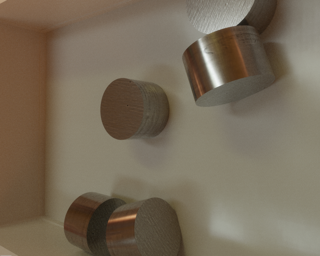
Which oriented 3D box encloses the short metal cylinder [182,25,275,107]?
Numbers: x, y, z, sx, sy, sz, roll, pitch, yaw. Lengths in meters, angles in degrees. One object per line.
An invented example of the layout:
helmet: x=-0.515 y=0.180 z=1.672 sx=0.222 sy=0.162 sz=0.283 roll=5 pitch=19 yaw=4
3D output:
short metal cylinder: x=0.068 y=-0.059 z=0.314 sx=0.080 sy=0.081 sz=0.050 roll=-24 pitch=75 yaw=37

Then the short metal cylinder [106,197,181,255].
short metal cylinder: x=-0.019 y=0.131 z=0.385 sx=0.050 sy=0.081 sz=0.080 roll=-23 pitch=76 yaw=37

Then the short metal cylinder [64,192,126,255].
short metal cylinder: x=-0.087 y=0.135 z=0.440 sx=0.050 sy=0.081 sz=0.079 roll=3 pitch=92 yaw=40

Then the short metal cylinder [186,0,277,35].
short metal cylinder: x=0.075 y=-0.134 z=0.328 sx=0.080 sy=0.050 sz=0.079 roll=0 pitch=90 yaw=39

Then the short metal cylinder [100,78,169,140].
short metal cylinder: x=-0.034 y=-0.024 z=0.417 sx=0.080 sy=0.050 sz=0.079 roll=0 pitch=90 yaw=39
